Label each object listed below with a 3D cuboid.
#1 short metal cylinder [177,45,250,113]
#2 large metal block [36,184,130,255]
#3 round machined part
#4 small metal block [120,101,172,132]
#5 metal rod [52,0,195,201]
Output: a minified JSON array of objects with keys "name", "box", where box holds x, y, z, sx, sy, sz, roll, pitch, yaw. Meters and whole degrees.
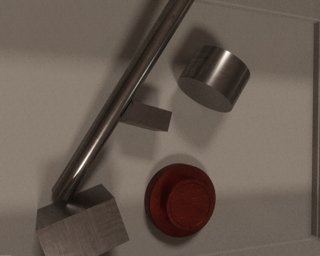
[{"name":"short metal cylinder","box":[0.070,-0.063,0.409,0.080,0.080,0.050,34,79,-17]},{"name":"large metal block","box":[-0.089,0.108,0.349,0.081,0.080,0.050,-20,97,-19]},{"name":"round machined part","box":[0.032,0.098,0.415,0.099,0.042,0.097,0,90,-21]},{"name":"small metal block","box":[-0.019,-0.014,0.391,0.050,0.050,0.025,15,85,-20]},{"name":"metal rod","box":[-0.038,-0.047,0.362,0.025,0.025,0.299,31,93,-18]}]
